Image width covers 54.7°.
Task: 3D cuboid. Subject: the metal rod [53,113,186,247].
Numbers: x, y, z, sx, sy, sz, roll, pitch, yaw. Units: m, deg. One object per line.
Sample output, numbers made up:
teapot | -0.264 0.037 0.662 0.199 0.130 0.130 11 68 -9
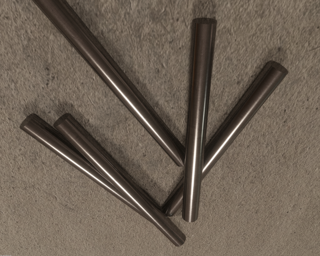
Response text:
metal rod | -0.046 0.093 0.469 0.025 0.025 0.300 -26 121 20

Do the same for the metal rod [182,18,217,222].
metal rod | 0.046 0.014 0.399 0.025 0.025 0.298 0 124 0

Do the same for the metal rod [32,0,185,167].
metal rod | -0.046 -0.050 0.363 0.025 0.025 0.300 -26 126 20

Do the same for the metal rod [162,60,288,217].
metal rod | 0.075 0.035 0.438 0.025 0.025 0.298 18 128 -15

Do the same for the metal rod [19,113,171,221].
metal rod | -0.081 0.081 0.475 0.025 0.025 0.300 -30 125 23
